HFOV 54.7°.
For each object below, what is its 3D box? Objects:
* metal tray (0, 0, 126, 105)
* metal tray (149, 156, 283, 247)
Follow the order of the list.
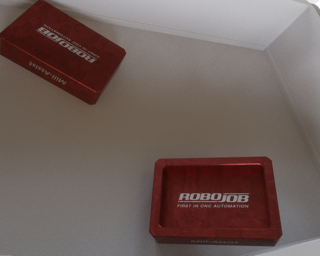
[{"bbox_3d":[-0.120,-0.098,0.397,0.130,0.030,0.090,30,52,-9],"label":"metal tray"},{"bbox_3d":[0.058,0.079,0.341,0.131,0.030,0.090,-2,56,10],"label":"metal tray"}]
